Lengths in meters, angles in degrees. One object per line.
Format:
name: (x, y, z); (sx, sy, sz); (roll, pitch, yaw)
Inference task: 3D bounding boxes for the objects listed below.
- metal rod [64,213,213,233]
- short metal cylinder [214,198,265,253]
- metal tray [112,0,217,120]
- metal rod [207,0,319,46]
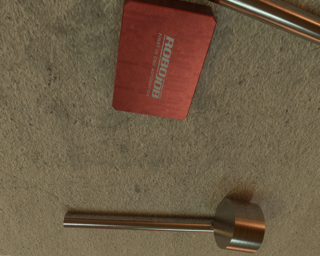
metal rod: (-0.015, 0.170, 0.551); (0.302, 0.025, 0.025); (3, 130, -3)
short metal cylinder: (0.128, 0.160, 0.508); (0.050, 0.080, 0.079); (12, 129, -11)
metal tray: (-0.001, -0.073, 0.342); (0.091, 0.030, 0.129); (8, 130, -7)
metal rod: (0.070, -0.128, 0.298); (0.302, 0.025, 0.025); (16, 128, -14)
